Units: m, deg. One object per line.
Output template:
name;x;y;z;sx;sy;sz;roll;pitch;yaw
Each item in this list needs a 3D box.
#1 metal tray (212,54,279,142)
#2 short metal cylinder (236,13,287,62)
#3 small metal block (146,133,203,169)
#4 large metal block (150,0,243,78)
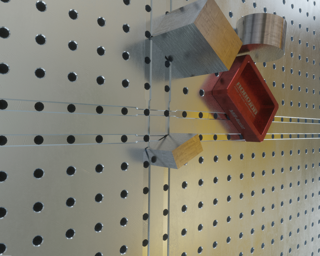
metal tray;0.151;-0.048;0.531;0.130;0.030;0.090;48;62;-29
short metal cylinder;0.164;-0.146;0.511;0.081;0.080;0.050;14;81;-39
small metal block;0.019;0.029;0.409;0.050;0.050;0.025;-30;109;-36
large metal block;0.049;-0.117;0.414;0.080;0.080;0.050;44;64;-32
